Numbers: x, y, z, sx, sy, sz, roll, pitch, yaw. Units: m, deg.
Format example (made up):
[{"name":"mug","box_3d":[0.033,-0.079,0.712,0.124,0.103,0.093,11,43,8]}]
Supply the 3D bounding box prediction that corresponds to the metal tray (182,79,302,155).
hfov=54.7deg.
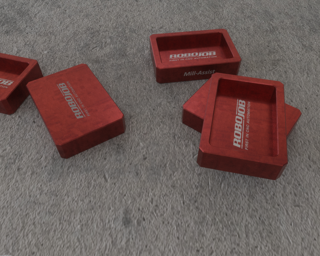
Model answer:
[{"name":"metal tray","box_3d":[0.106,-0.015,0.413,0.130,0.030,0.090,30,56,23]}]

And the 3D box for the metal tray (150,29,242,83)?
[{"name":"metal tray","box_3d":[0.053,-0.118,0.498,0.131,0.030,0.090,-6,50,-6]}]

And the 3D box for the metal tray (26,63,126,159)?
[{"name":"metal tray","box_3d":[-0.116,-0.029,0.423,0.091,0.030,0.130,-25,55,-20]}]

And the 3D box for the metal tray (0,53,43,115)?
[{"name":"metal tray","box_3d":[-0.256,-0.073,0.459,0.131,0.030,0.090,13,51,10]}]

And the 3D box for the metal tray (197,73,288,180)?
[{"name":"metal tray","box_3d":[0.098,-0.008,0.367,0.090,0.030,0.130,10,51,8]}]
